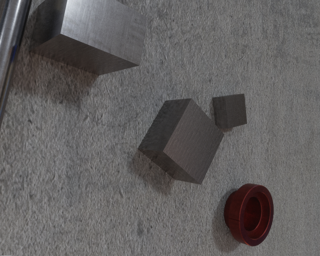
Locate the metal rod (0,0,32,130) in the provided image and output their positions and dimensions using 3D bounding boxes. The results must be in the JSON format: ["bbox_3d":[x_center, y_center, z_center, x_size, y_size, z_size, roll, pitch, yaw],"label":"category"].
[{"bbox_3d":[-0.142,-0.077,0.285,0.025,0.025,0.299,16,80,-39],"label":"metal rod"}]

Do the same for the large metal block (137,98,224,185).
[{"bbox_3d":[0.030,0.018,0.414,0.080,0.050,0.080,43,64,-32],"label":"large metal block"}]

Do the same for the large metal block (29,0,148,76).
[{"bbox_3d":[-0.072,-0.093,0.308,0.081,0.080,0.050,15,81,-39],"label":"large metal block"}]

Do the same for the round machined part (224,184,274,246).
[{"bbox_3d":[0.144,0.141,0.515,0.099,0.042,0.097,0,90,-40],"label":"round machined part"}]

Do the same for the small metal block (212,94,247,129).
[{"bbox_3d":[0.113,-0.028,0.500,0.050,0.025,0.050,-12,98,-39],"label":"small metal block"}]
